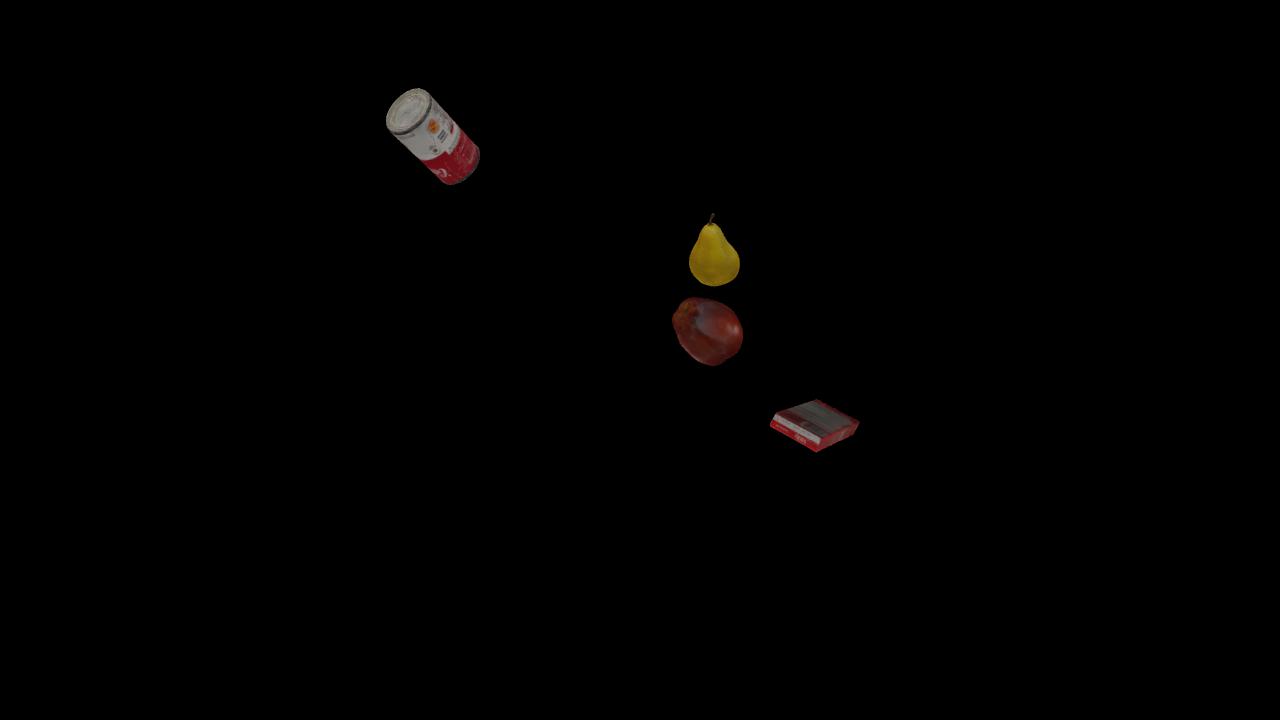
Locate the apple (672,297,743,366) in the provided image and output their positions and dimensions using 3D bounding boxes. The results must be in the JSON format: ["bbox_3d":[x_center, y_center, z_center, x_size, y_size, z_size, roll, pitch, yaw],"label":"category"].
[{"bbox_3d":[0.083,-0.037,0.744,0.093,0.079,0.079,30,-18,-33],"label":"apple"}]

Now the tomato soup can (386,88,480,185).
[{"bbox_3d":[-0.257,-0.278,0.770,0.068,0.068,0.101,0,-21,23],"label":"tomato soup can"}]

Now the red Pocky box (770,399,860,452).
[{"bbox_3d":[0.276,0.100,0.962,0.083,0.028,0.155,30,23,34],"label":"red Pocky box"}]

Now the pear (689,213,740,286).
[{"bbox_3d":[0.106,-0.168,0.924,0.080,0.111,0.080,-14,27,8],"label":"pear"}]
